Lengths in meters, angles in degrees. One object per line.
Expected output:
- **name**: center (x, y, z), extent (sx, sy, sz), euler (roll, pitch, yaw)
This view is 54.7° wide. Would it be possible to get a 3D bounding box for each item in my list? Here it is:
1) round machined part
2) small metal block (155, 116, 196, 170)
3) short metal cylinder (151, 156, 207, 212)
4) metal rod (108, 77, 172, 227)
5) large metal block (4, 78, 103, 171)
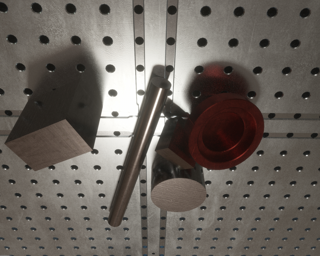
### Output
- **round machined part**: center (0.076, 0.001, 0.390), extent (0.099, 0.042, 0.097), euler (-7, 118, -13)
- **small metal block**: center (0.026, 0.020, 0.409), extent (0.050, 0.050, 0.025), euler (39, 145, -28)
- **short metal cylinder**: center (0.027, 0.082, 0.466), extent (0.081, 0.050, 0.079), euler (-1, 130, 0)
- **metal rod**: center (-0.039, 0.056, 0.458), extent (0.025, 0.025, 0.298), euler (12, 129, -11)
- **large metal block**: center (-0.122, -0.005, 0.370), extent (0.080, 0.080, 0.050), euler (-20, 128, 16)
